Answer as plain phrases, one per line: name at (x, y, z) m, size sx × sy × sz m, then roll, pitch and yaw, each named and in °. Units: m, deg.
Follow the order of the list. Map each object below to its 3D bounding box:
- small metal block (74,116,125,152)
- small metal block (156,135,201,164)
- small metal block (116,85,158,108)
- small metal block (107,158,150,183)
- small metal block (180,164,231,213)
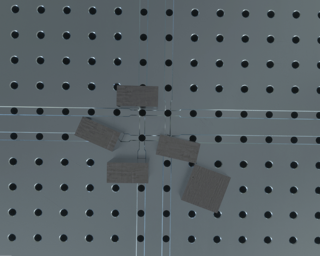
small metal block at (-0.076, 0.007, 0.400) m, size 0.050 × 0.050 × 0.025 m, roll 24°, pitch 90°, yaw -1°
small metal block at (0.022, 0.025, 0.401) m, size 0.050 × 0.050 × 0.025 m, roll 13°, pitch 90°, yaw -1°
small metal block at (-0.027, -0.039, 0.401) m, size 0.050 × 0.050 × 0.025 m, roll 1°, pitch 90°, yaw -1°
small metal block at (-0.039, 0.054, 0.400) m, size 0.050 × 0.050 × 0.025 m, roll 1°, pitch 90°, yaw -1°
small metal block at (0.060, 0.079, 0.414) m, size 0.050 × 0.025 × 0.050 m, roll 21°, pitch 90°, yaw -1°
